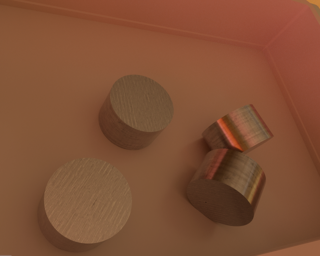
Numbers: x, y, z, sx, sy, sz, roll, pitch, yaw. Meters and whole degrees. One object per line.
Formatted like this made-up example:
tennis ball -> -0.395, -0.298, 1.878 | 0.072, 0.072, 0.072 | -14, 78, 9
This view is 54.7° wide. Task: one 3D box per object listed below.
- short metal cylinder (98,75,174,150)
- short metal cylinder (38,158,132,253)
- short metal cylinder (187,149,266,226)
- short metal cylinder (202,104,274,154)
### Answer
short metal cylinder -> -0.030, -0.019, 0.385 | 0.081, 0.050, 0.080 | 14, 56, -21
short metal cylinder -> -0.074, 0.076, 0.303 | 0.081, 0.050, 0.080 | 14, 56, -21
short metal cylinder -> 0.079, 0.071, 0.369 | 0.080, 0.080, 0.050 | 39, 51, -2
short metal cylinder -> 0.104, 0.011, 0.420 | 0.081, 0.080, 0.050 | -19, 72, -35
